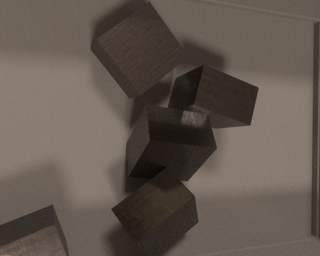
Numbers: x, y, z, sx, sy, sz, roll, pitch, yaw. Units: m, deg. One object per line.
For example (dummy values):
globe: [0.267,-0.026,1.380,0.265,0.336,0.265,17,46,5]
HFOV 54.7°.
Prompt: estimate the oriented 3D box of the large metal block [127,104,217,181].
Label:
large metal block: [0.010,0.022,0.379,0.081,0.079,0.050,8,50,-20]

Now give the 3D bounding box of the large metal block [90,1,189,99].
large metal block: [-0.026,-0.094,0.388,0.080,0.050,0.080,-41,104,-16]

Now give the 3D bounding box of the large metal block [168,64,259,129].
large metal block: [0.066,-0.036,0.406,0.081,0.080,0.050,18,81,-20]

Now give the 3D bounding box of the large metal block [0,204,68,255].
large metal block: [-0.145,0.129,0.328,0.081,0.080,0.050,-20,97,-19]

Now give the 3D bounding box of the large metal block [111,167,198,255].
large metal block: [-0.002,0.107,0.376,0.080,0.050,0.080,-35,145,-17]
